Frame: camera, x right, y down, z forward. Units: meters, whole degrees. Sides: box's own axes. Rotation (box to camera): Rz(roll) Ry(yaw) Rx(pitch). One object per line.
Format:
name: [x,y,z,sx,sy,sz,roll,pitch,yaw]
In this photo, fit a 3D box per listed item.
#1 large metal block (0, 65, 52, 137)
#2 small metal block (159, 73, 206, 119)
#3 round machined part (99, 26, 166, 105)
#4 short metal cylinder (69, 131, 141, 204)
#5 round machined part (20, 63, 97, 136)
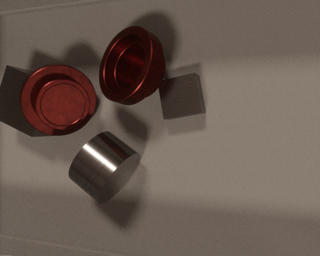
large metal block: [-0.192,-0.039,0.463,0.080,0.050,0.080,23,98,18]
small metal block: [0.028,-0.040,0.400,0.050,0.025,0.050,-10,87,19]
round machined part: [-0.031,-0.076,0.399,0.098,0.042,0.098,-13,70,40]
short metal cylinder: [-0.071,0.051,0.405,0.050,0.080,0.080,36,101,16]
round machined part: [-0.133,-0.035,0.416,0.042,0.099,0.097,32,103,57]
